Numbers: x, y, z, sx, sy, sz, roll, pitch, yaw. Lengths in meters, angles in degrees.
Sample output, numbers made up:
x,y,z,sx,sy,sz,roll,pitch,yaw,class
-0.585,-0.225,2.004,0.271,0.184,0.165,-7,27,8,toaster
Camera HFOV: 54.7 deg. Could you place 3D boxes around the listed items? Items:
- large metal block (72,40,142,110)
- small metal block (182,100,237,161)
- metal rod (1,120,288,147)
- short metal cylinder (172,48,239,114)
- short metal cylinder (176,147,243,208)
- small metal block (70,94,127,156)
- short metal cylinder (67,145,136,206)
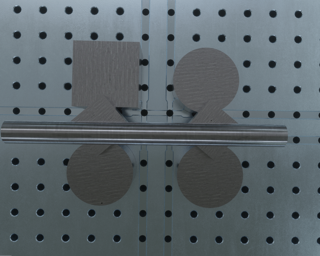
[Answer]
x,y,z,sx,sy,sz,roll,pitch,yaw,class
-0.066,-0.066,0.400,0.081,0.050,0.080,1,90,0,large metal block
0.060,0.003,0.364,0.050,0.025,0.050,40,90,0,small metal block
-0.016,0.006,0.338,0.302,0.025,0.025,1,90,0,metal rod
0.056,-0.058,0.401,0.081,0.050,0.080,0,90,0,short metal cylinder
0.061,0.057,0.401,0.081,0.050,0.080,0,90,0,short metal cylinder
-0.068,-0.003,0.363,0.050,0.025,0.050,-40,90,0,small metal block
-0.073,0.054,0.399,0.081,0.050,0.080,0,90,0,short metal cylinder
